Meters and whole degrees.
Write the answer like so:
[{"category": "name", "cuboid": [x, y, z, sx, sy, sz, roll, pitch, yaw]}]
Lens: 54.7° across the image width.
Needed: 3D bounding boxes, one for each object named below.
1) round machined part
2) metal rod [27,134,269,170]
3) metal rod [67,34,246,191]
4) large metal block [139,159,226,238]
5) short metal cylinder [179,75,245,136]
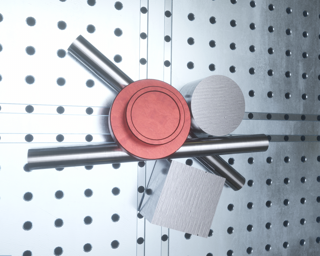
[{"category": "round machined part", "cuboid": [-0.009, -0.011, 0.365, 0.099, 0.042, 0.097, 2, 81, -14]}, {"category": "metal rod", "cuboid": [-0.004, 0.028, 0.392, 0.302, 0.025, 0.025, -3, 91, -13]}, {"category": "metal rod", "cuboid": [0.006, -0.011, 0.416, 0.300, 0.025, 0.025, 40, 77, -16]}, {"category": "large metal block", "cuboid": [0.029, 0.089, 0.409, 0.080, 0.050, 0.080, 21, 83, -19]}, {"category": "short metal cylinder", "cuboid": [0.068, -0.029, 0.425, 0.081, 0.050, 0.079, 0, 90, -21]}]
